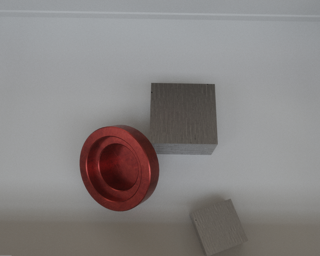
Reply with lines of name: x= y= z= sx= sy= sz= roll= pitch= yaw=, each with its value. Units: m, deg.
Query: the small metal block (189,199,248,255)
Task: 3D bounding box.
small metal block: x=0.068 y=0.118 z=0.368 sx=0.050 sy=0.025 sz=0.050 roll=-18 pitch=71 yaw=-7

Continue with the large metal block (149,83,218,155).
large metal block: x=0.028 y=-0.011 z=0.401 sx=0.081 sy=0.050 sz=0.080 roll=1 pitch=70 yaw=0

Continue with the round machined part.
round machined part: x=-0.044 y=0.044 z=0.367 sx=0.098 sy=0.042 sz=0.097 roll=3 pitch=97 yaw=28
